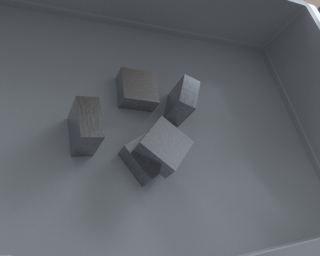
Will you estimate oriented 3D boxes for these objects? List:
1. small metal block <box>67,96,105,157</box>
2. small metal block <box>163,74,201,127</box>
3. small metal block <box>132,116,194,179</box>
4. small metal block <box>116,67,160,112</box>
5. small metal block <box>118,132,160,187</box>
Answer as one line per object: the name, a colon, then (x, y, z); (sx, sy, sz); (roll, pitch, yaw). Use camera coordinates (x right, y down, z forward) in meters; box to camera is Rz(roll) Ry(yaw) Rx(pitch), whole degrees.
small metal block: (-0.084, -0.001, 0.346); (0.025, 0.050, 0.050); (1, 62, -28)
small metal block: (0.030, -0.038, 0.430); (0.025, 0.050, 0.050); (24, 53, -14)
small metal block: (0.004, 0.022, 0.364); (0.050, 0.025, 0.050); (39, 51, -2)
small metal block: (-0.031, -0.052, 0.422); (0.050, 0.025, 0.050); (6, 59, -26)
small metal block: (-0.014, 0.035, 0.378); (0.050, 0.025, 0.050); (-31, 79, -38)
